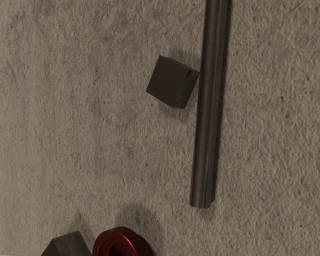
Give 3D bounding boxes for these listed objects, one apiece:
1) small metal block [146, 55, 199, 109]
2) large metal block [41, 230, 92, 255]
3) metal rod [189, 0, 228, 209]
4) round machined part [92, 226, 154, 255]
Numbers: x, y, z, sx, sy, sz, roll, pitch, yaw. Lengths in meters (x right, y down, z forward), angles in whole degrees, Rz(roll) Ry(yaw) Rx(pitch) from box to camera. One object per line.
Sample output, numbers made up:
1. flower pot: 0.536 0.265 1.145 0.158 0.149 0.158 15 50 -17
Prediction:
1. small metal block: 0.015 -0.058 0.391 0.050 0.025 0.050 35 111 34
2. large metal block: -0.155 0.233 0.513 0.080 0.050 0.080 51 120 27
3. metal rod: 0.058 -0.058 0.355 0.025 0.025 0.298 7 94 39
4. round machined part: -0.047 0.186 0.430 0.098 0.042 0.097 0 90 39
